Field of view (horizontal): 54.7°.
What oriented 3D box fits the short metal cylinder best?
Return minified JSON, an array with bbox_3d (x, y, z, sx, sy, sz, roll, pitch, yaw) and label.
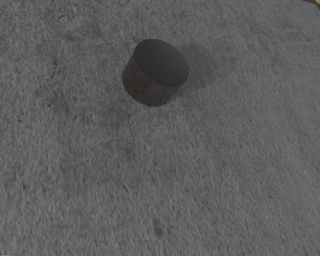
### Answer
[{"bbox_3d":[-0.007,-0.077,0.432,0.081,0.050,0.080,14,56,-21],"label":"short metal cylinder"}]
